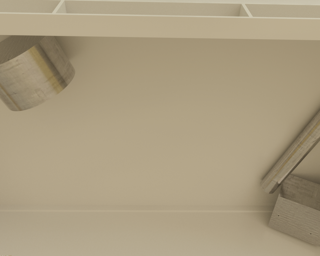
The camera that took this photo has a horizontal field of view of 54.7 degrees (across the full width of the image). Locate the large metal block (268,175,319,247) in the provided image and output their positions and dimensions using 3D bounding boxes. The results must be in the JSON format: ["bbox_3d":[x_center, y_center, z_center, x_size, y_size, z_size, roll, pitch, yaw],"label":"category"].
[{"bbox_3d":[0.223,0.128,0.484,0.080,0.050,0.079,18,134,22],"label":"large metal block"}]

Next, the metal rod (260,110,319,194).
[{"bbox_3d":[0.216,-0.014,0.400,0.025,0.025,0.298,14,129,-12],"label":"metal rod"}]

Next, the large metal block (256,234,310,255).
[{"bbox_3d":[0.244,0.258,0.600,0.081,0.080,0.050,10,129,-9],"label":"large metal block"}]

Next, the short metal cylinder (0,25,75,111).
[{"bbox_3d":[-0.136,-0.062,0.318,0.080,0.080,0.050,-15,129,12],"label":"short metal cylinder"}]
